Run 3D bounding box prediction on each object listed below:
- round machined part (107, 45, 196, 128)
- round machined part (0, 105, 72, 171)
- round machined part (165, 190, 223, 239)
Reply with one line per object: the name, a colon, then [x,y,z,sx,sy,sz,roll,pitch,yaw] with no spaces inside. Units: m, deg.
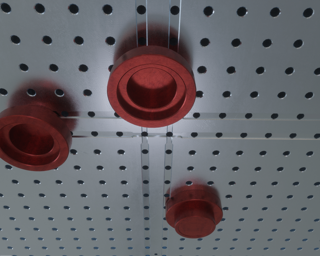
round machined part: [-0.009,-0.050,0.358,0.099,0.042,0.097,0,130,0]
round machined part: [-0.165,0.009,0.407,0.099,0.042,0.097,0,130,0]
round machined part: [0.059,0.153,0.531,0.099,0.042,0.097,0,130,0]
